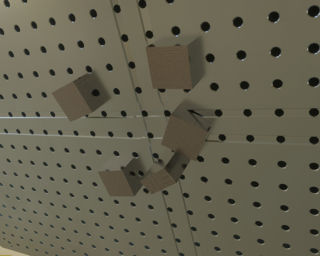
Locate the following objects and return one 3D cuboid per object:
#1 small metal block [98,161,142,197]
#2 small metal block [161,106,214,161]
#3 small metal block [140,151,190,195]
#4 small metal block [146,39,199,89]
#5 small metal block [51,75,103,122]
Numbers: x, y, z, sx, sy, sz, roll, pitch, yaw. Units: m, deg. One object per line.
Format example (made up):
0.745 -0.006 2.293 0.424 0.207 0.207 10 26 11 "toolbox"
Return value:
-0.064 0.082 0.496 0.050 0.025 0.050 -7 115 31 "small metal block"
0.034 0.007 0.398 0.050 0.025 0.050 26 128 12 "small metal block"
0.007 0.059 0.428 0.050 0.050 0.025 -34 99 38 "small metal block"
0.015 -0.073 0.358 0.050 0.025 0.050 4 121 26 "small metal block"
-0.120 -0.042 0.450 0.050 0.025 0.050 -18 109 35 "small metal block"
